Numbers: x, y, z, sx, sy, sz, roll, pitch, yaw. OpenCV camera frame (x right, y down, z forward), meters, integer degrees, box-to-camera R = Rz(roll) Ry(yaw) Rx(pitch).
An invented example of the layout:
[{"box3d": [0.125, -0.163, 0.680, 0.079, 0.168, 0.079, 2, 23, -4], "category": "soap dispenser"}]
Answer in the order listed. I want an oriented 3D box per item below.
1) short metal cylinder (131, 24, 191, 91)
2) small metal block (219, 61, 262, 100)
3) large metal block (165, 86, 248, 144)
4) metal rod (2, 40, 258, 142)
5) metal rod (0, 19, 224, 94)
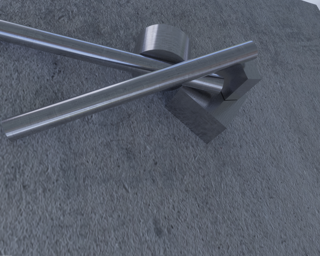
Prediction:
[{"box3d": [0.002, -0.096, 0.433, 0.081, 0.080, 0.050, 19, 54, -18], "category": "short metal cylinder"}, {"box3d": [0.104, -0.073, 0.424, 0.025, 0.050, 0.050, -5, 64, -30], "category": "small metal block"}, {"box3d": [0.068, -0.038, 0.449, 0.080, 0.050, 0.080, 41, 52, 0], "category": "large metal block"}, {"box3d": [-0.021, -0.048, 0.357, 0.302, 0.025, 0.025, -20, 72, -14], "category": "metal rod"}, {"box3d": [-0.066, -0.090, 0.389, 0.302, 0.025, 0.025, 12, 56, -8], "category": "metal rod"}]
